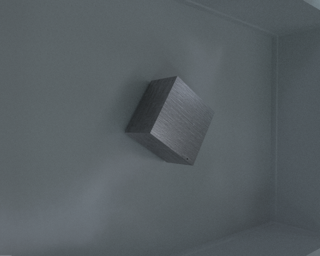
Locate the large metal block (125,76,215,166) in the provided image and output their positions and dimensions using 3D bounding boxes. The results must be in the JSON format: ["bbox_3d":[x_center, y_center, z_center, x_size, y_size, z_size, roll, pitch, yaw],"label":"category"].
[{"bbox_3d":[0.015,-0.008,0.397,0.080,0.050,0.080,39,66,-34],"label":"large metal block"}]
